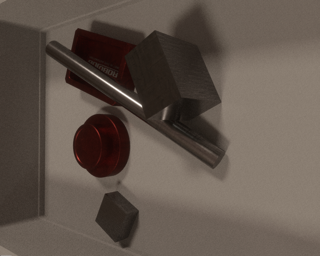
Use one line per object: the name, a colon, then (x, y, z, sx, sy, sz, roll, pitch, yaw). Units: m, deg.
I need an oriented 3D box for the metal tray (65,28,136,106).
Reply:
metal tray: (-0.089, -0.095, 0.474, 0.130, 0.030, 0.089, 26, 106, 36)

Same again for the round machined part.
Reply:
round machined part: (-0.095, 0.027, 0.472, 0.098, 0.042, 0.097, 0, 90, 39)

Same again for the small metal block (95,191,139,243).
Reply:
small metal block: (-0.064, 0.130, 0.458, 0.050, 0.025, 0.050, 33, 110, 34)

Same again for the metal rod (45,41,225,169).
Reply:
metal rod: (-0.047, -0.042, 0.409, 0.300, 0.025, 0.025, 34, 112, 23)

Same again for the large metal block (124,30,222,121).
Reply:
large metal block: (0.016, -0.056, 0.356, 0.050, 0.081, 0.080, -31, 71, 35)
